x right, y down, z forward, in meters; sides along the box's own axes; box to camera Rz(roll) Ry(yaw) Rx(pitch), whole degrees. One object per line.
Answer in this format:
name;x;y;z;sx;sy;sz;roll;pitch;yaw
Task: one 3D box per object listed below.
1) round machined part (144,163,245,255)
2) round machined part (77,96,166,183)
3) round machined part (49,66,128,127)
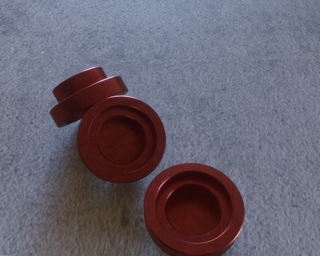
round machined part;0.033;0.088;0.319;0.099;0.042;0.098;0;50;0
round machined part;-0.046;0.015;0.360;0.099;0.042;0.098;3;79;-17
round machined part;-0.093;-0.042;0.388;0.099;0.098;0.042;-30;94;-23
